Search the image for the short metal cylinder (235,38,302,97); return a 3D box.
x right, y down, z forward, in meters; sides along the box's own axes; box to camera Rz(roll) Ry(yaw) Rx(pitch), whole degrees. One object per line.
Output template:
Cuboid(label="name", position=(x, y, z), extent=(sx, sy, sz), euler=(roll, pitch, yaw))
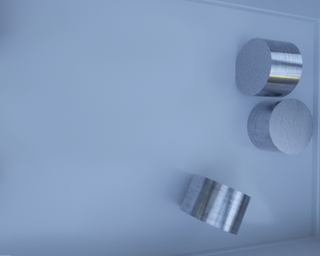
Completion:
Cuboid(label="short metal cylinder", position=(0.151, -0.084, 0.439), extent=(0.050, 0.080, 0.079), euler=(1, 90, -20))

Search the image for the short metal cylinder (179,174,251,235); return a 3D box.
Cuboid(label="short metal cylinder", position=(0.072, 0.099, 0.410), extent=(0.080, 0.080, 0.050), euler=(26, 81, -19))

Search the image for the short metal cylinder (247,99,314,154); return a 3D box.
Cuboid(label="short metal cylinder", position=(0.180, -0.003, 0.466), extent=(0.081, 0.050, 0.079), euler=(0, 90, -21))
